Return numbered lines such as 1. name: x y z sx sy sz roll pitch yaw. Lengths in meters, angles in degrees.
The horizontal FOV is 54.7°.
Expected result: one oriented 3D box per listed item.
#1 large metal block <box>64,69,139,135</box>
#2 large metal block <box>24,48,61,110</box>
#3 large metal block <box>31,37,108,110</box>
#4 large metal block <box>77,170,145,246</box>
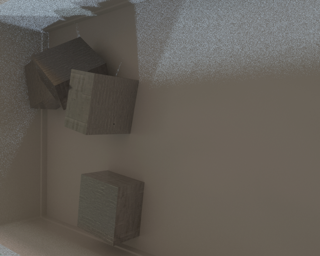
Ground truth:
1. large metal block: -0.082 -0.036 0.439 0.050 0.081 0.079 17 101 38
2. large metal block: -0.192 -0.084 0.549 0.080 0.050 0.080 -20 78 38
3. large metal block: -0.134 -0.085 0.473 0.080 0.081 0.050 46 155 30
4. large metal block: -0.073 0.112 0.451 0.080 0.050 0.079 9 96 39
